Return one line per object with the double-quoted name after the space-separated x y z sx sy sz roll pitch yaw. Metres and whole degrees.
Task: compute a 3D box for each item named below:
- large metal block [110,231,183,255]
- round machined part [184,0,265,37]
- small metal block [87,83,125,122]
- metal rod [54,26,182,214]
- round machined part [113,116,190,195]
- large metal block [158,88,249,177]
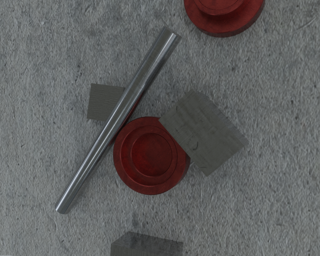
-0.018 0.189 0.402 0.080 0.050 0.079 5 92 20 "large metal block"
0.076 -0.163 0.373 0.098 0.042 0.097 0 90 20 "round machined part"
-0.071 -0.034 0.434 0.050 0.025 0.050 10 93 19 "small metal block"
-0.065 0.004 0.407 0.025 0.025 0.298 41 112 15 "metal rod"
-0.007 0.034 0.402 0.098 0.042 0.097 0 91 21 "round machined part"
0.055 0.004 0.360 0.050 0.080 0.080 -44 77 15 "large metal block"
